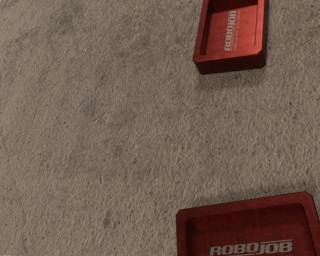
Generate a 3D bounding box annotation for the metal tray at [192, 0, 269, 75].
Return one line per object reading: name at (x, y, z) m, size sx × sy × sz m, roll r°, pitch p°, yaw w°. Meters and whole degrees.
metal tray at (0.101, -0.139, 0.431) m, size 0.090 × 0.030 × 0.130 m, roll -2°, pitch 61°, yaw 26°

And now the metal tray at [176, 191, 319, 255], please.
metal tray at (0.082, 0.115, 0.286) m, size 0.130 × 0.030 × 0.090 m, roll -14°, pitch 56°, yaw 20°
